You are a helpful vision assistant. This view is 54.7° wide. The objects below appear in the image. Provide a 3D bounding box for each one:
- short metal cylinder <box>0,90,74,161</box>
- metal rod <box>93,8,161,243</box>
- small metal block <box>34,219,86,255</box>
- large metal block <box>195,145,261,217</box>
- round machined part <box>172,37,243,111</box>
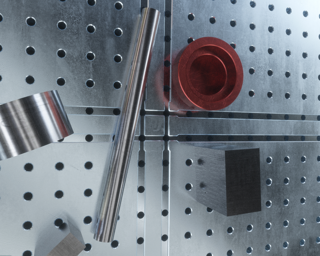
[{"bbox_3d":[-0.141,-0.004,0.332,0.081,0.080,0.050,-22,98,-19],"label":"short metal cylinder"},{"bbox_3d":[-0.041,-0.007,0.398,0.025,0.025,0.298,13,86,-20],"label":"metal rod"},{"bbox_3d":[-0.116,0.139,0.357,0.050,0.050,0.025,-44,104,-15],"label":"small metal block"},{"bbox_3d":[0.089,0.066,0.418,0.050,0.080,0.079,-2,91,-20],"label":"large metal block"},{"bbox_3d":[0.062,-0.072,0.428,0.099,0.042,0.097,0,90,-21],"label":"round machined part"}]
